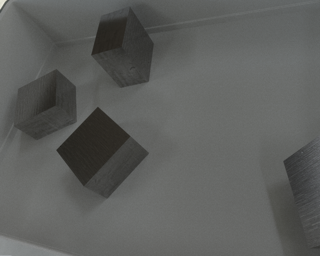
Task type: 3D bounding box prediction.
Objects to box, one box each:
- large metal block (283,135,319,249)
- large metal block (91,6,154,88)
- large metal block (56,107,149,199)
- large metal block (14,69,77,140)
[{"bbox_3d":[0.156,0.047,0.251,0.050,0.080,0.080,7,56,-16],"label":"large metal block"},{"bbox_3d":[-0.053,-0.121,0.473,0.050,0.080,0.080,-9,58,24],"label":"large metal block"},{"bbox_3d":[-0.076,0.031,0.411,0.080,0.050,0.080,-47,51,-5],"label":"large metal block"},{"bbox_3d":[-0.187,-0.038,0.512,0.080,0.050,0.080,-23,53,14],"label":"large metal block"}]
